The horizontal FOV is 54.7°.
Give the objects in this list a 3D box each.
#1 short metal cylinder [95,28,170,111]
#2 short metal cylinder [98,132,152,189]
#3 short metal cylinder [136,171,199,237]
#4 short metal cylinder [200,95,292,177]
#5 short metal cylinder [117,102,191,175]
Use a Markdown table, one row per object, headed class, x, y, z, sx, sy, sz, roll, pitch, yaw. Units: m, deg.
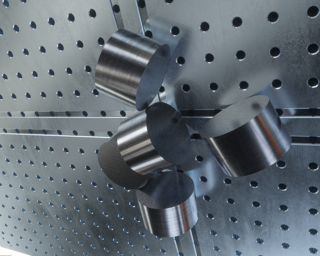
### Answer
| class | x | y | z | sx | sy | sz | roll | pitch | yaw |
| --- | --- | --- | --- | --- | --- | --- | --- | --- | --- |
| short metal cylinder | -0.029 | -0.065 | 0.351 | 0.050 | 0.080 | 0.079 | 25 | 127 | 13 |
| short metal cylinder | -0.040 | 0.040 | 0.441 | 0.080 | 0.050 | 0.079 | 13 | 124 | 21 |
| short metal cylinder | 0.011 | 0.105 | 0.434 | 0.080 | 0.080 | 0.050 | 4 | 120 | 26 |
| short metal cylinder | 0.091 | 0.007 | 0.332 | 0.080 | 0.080 | 0.050 | -24 | 106 | 36 |
| short metal cylinder | -0.006 | 0.014 | 0.388 | 0.050 | 0.080 | 0.080 | -25 | 105 | 37 |
